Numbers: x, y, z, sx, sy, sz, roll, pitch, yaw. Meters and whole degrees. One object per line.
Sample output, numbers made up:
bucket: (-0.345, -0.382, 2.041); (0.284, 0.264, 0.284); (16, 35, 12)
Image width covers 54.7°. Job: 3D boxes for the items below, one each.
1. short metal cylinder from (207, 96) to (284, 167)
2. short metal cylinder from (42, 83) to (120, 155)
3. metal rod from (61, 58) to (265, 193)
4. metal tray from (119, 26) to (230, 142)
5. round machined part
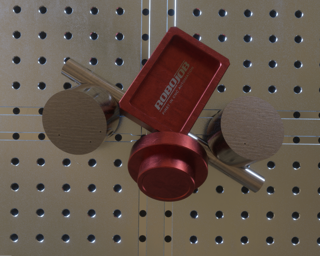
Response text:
short metal cylinder: (0.105, 0.006, 0.390); (0.081, 0.050, 0.080); (3, 73, -10)
short metal cylinder: (-0.097, -0.013, 0.388); (0.080, 0.050, 0.079); (3, 107, 9)
metal rod: (0.004, -0.003, 0.413); (0.301, 0.025, 0.025); (32, 90, 0)
metal tray: (0.019, -0.054, 0.396); (0.090, 0.030, 0.130); (32, 77, 0)
round machined part: (0.009, 0.054, 0.378); (0.099, 0.042, 0.097); (4, 133, 4)
